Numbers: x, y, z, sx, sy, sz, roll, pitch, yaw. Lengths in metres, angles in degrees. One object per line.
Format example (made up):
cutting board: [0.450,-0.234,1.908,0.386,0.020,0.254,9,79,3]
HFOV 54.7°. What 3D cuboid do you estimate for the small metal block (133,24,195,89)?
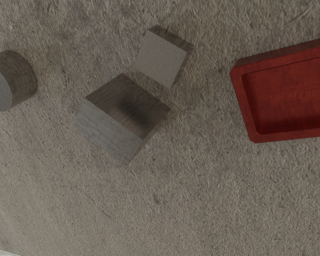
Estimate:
small metal block: [0.004,-0.081,0.354,0.050,0.025,0.050,32,128,7]

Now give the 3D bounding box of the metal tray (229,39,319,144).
metal tray: [0.145,-0.036,0.304,0.130,0.030,0.090,-9,114,31]

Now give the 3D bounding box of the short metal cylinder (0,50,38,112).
short metal cylinder: [-0.235,-0.071,0.467,0.080,0.050,0.079,13,124,20]

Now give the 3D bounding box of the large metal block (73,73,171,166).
large metal block: [-0.045,-0.013,0.385,0.080,0.080,0.050,36,129,4]
